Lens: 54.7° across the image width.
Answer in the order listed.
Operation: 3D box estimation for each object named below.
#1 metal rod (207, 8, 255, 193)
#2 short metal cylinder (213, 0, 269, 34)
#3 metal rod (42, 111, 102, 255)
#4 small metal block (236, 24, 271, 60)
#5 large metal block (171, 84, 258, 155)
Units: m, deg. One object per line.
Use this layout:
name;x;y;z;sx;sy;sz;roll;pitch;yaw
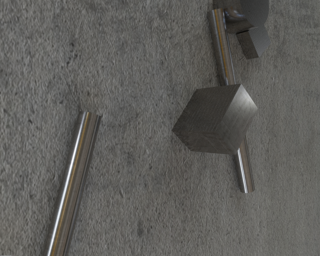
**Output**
metal rod;0.117;-0.037;0.502;0.025;0.025;0.298;-21;104;-38
short metal cylinder;0.131;-0.197;0.497;0.081;0.050;0.080;0;90;-40
metal rod;-0.107;0.129;0.315;0.025;0.025;0.299;20;78;-38
small metal block;0.164;-0.156;0.542;0.050;0.025;0.050;-47;118;-30
large metal block;0.076;-0.012;0.433;0.050;0.080;0.080;47;62;-30
